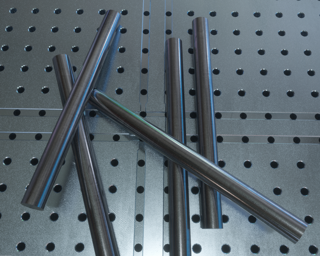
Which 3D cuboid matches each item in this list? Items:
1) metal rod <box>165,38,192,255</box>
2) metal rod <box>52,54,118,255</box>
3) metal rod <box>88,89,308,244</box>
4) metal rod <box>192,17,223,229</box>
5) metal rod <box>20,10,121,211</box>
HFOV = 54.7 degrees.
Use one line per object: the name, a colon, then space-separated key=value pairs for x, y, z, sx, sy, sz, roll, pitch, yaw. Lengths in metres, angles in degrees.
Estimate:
metal rod: x=0.022 y=0.014 z=0.406 sx=0.025 sy=0.025 sz=0.299 roll=-1 pitch=70 yaw=-1
metal rod: x=-0.098 y=0.035 z=0.397 sx=0.025 sy=0.025 sz=0.299 roll=-16 pitch=71 yaw=-6
metal rod: x=0.026 y=0.032 z=0.370 sx=0.300 sy=0.025 sz=0.025 roll=33 pitch=73 yaw=22
metal rod: x=0.062 y=-0.020 z=0.419 sx=0.025 sy=0.025 sz=0.299 roll=0 pitch=70 yaw=-1
metal rod: x=-0.104 y=-0.043 z=0.402 sx=0.025 sy=0.025 sz=0.300 roll=12 pitch=61 yaw=4
